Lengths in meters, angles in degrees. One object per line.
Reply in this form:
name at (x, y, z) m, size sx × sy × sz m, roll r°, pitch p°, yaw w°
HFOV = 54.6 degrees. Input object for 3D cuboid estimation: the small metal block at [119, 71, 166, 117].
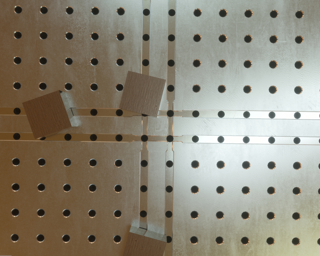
small metal block at (-0.022, -0.044, 0.413) m, size 0.050 × 0.025 × 0.050 m, roll 14°, pitch 90°, yaw 0°

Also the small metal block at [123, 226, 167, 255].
small metal block at (-0.022, 0.165, 0.413) m, size 0.050 × 0.025 × 0.050 m, roll 16°, pitch 90°, yaw 0°

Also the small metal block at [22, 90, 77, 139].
small metal block at (-0.146, -0.017, 0.412) m, size 0.050 × 0.025 × 0.050 m, roll -19°, pitch 90°, yaw 0°
